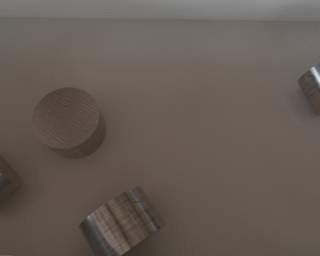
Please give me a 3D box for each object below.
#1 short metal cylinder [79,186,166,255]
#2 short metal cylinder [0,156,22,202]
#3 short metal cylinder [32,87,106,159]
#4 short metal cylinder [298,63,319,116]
[{"bbox_3d":[-0.040,0.108,0.340,0.080,0.080,0.050,-33,74,-11],"label":"short metal cylinder"},{"bbox_3d":[-0.210,0.055,0.359,0.050,0.080,0.080,-43,76,-14],"label":"short metal cylinder"},{"bbox_3d":[-0.114,-0.005,0.397,0.081,0.050,0.080,0,70,0],"label":"short metal cylinder"},{"bbox_3d":[0.230,-0.057,0.403,0.080,0.080,0.050,-19,71,-7],"label":"short metal cylinder"}]
